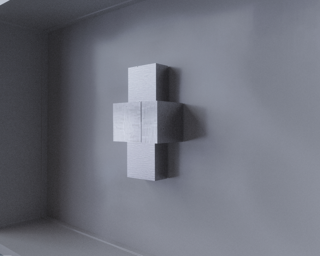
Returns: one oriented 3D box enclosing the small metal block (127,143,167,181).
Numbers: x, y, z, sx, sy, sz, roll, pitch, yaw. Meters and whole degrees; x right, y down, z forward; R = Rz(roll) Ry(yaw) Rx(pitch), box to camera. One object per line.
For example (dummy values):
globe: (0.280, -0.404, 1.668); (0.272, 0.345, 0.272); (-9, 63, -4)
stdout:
small metal block: (-0.018, 0.043, 0.419); (0.050, 0.025, 0.050); (0, 90, 40)

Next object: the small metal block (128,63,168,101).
small metal block: (-0.016, -0.058, 0.418); (0.050, 0.025, 0.050); (0, 90, 40)

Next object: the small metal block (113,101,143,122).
small metal block: (-0.026, -0.020, 0.410); (0.050, 0.050, 0.025); (0, 90, 40)

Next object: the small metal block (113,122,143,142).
small metal block: (-0.026, 0.005, 0.410); (0.050, 0.050, 0.025); (0, 90, 40)

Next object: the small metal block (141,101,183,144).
small metal block: (0.003, -0.007, 0.386); (0.025, 0.050, 0.050); (0, 90, 40)
